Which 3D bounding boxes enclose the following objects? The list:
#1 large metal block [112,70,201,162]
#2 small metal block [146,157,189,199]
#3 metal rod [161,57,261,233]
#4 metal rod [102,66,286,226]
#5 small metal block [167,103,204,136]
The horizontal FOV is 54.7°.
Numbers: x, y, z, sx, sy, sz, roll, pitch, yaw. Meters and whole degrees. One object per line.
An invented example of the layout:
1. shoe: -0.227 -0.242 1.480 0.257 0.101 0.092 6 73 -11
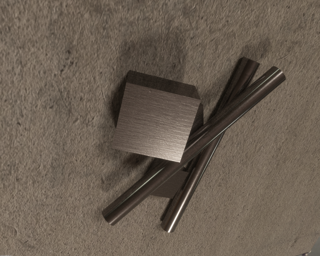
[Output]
1. large metal block: -0.006 -0.014 0.362 0.081 0.050 0.079 13 114 -8
2. small metal block: 0.006 0.074 0.458 0.050 0.025 0.050 19 108 -36
3. metal rod: 0.069 0.037 0.469 0.025 0.025 0.298 10 113 -33
4. metal rod: 0.045 0.024 0.415 0.300 0.025 0.025 -40 130 0
5. small metal block: 0.031 -0.008 0.421 0.050 0.025 0.050 -18 126 -18
